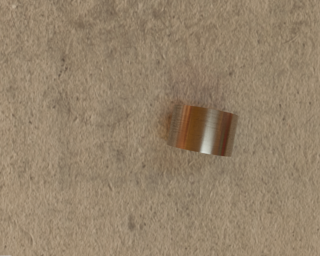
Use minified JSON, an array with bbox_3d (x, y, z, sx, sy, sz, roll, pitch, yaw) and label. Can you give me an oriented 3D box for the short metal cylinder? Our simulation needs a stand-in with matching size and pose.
[{"bbox_3d":[0.052,0.003,0.383,0.080,0.080,0.050,10,90,-1],"label":"short metal cylinder"}]
